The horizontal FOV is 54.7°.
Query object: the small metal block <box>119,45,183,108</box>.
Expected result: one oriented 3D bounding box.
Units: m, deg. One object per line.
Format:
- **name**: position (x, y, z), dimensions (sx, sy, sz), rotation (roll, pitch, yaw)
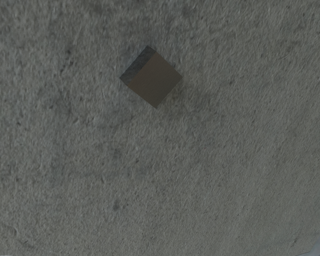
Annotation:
- **small metal block**: position (-0.010, -0.060, 0.366), dimensions (0.050, 0.025, 0.050), rotation (-49, 129, 6)
